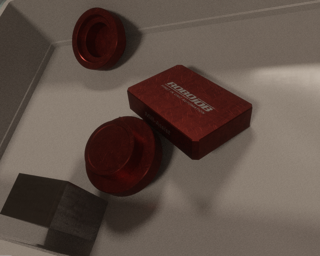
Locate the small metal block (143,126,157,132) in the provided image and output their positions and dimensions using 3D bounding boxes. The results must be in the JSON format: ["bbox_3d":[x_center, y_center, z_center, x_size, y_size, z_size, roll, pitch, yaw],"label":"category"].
[{"bbox_3d":[-0.038,0.015,0.415,0.050,0.025,0.050,7,65,31],"label":"small metal block"}]

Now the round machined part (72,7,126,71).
[{"bbox_3d":[-0.096,-0.144,0.513,0.098,0.042,0.097,2,95,31],"label":"round machined part"}]

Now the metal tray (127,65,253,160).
[{"bbox_3d":[0.032,-0.026,0.377,0.091,0.030,0.130,-29,47,-25],"label":"metal tray"}]

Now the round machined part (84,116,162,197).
[{"bbox_3d":[-0.050,0.030,0.371,0.098,0.042,0.098,-11,62,23],"label":"round machined part"}]

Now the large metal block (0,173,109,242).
[{"bbox_3d":[-0.124,0.096,0.375,0.080,0.080,0.050,3,63,29],"label":"large metal block"}]
